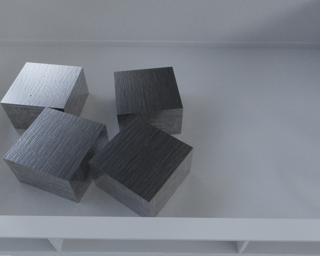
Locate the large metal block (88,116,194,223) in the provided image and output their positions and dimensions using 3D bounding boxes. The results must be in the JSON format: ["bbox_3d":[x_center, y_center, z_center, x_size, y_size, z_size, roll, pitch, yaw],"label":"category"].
[{"bbox_3d":[-0.019,0.045,0.351,0.080,0.050,0.080,29,56,22],"label":"large metal block"}]

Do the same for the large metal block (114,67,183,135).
[{"bbox_3d":[-0.017,-0.034,0.417,0.081,0.050,0.080,-6,50,-5],"label":"large metal block"}]

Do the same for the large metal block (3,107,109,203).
[{"bbox_3d":[-0.115,0.030,0.363,0.080,0.050,0.080,16,52,13],"label":"large metal block"}]

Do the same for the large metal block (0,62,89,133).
[{"bbox_3d":[-0.152,-0.042,0.423,0.080,0.050,0.080,6,50,5],"label":"large metal block"}]
